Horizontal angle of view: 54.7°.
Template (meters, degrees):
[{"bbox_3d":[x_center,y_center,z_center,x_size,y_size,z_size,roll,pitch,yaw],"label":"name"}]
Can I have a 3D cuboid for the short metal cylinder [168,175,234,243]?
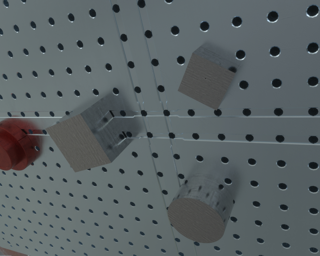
[{"bbox_3d":[0.058,0.113,0.435,0.080,0.050,0.079,13,124,21],"label":"short metal cylinder"}]

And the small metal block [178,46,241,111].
[{"bbox_3d":[0.054,-0.056,0.348,0.050,0.025,0.050,28,128,10],"label":"small metal block"}]

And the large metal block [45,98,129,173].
[{"bbox_3d":[-0.107,0.013,0.459,0.080,0.050,0.080,-18,109,35],"label":"large metal block"}]

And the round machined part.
[{"bbox_3d":[-0.286,0.040,0.576,0.098,0.042,0.097,13,124,21],"label":"round machined part"}]
